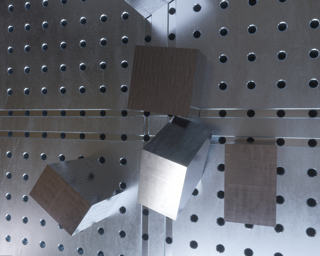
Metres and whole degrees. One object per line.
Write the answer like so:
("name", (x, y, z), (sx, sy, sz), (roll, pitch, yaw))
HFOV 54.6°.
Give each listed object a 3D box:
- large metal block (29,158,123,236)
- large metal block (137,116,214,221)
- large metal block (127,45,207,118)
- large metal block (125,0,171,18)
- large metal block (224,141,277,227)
("large metal block", (-0.112, 0.089, 0.423), (0.080, 0.080, 0.050), (38, 102, 16))
("large metal block", (0.018, 0.044, 0.362), (0.050, 0.080, 0.079), (21, 126, 19))
("large metal block", (0.010, -0.058, 0.396), (0.080, 0.050, 0.080), (9, 93, 20))
("large metal block", (-0.011, -0.194, 0.388), (0.080, 0.080, 0.050), (-29, 81, 18))
("large metal block", (0.103, 0.056, 0.347), (0.050, 0.080, 0.080), (1, 90, 20))
